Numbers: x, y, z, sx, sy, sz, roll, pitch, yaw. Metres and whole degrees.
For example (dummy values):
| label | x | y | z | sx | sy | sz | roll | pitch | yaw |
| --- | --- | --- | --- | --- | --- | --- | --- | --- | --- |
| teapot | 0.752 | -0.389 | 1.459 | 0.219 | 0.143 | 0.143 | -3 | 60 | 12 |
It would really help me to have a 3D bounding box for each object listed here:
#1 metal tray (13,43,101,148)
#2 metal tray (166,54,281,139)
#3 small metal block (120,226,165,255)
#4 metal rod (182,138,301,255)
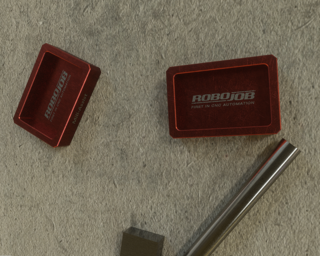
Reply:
| label | x | y | z | sx | sy | sz | roll | pitch | yaw |
| --- | --- | --- | --- | --- | --- | --- | --- | --- | --- |
| metal tray | -0.154 | -0.047 | 0.458 | 0.090 | 0.030 | 0.129 | 28 | 99 | 17 |
| metal tray | 0.076 | -0.035 | 0.379 | 0.130 | 0.030 | 0.089 | -3 | 89 | 19 |
| small metal block | -0.025 | 0.167 | 0.417 | 0.050 | 0.025 | 0.050 | 10 | 93 | 19 |
| metal rod | 0.064 | 0.137 | 0.385 | 0.025 | 0.025 | 0.299 | 40 | 102 | 15 |
